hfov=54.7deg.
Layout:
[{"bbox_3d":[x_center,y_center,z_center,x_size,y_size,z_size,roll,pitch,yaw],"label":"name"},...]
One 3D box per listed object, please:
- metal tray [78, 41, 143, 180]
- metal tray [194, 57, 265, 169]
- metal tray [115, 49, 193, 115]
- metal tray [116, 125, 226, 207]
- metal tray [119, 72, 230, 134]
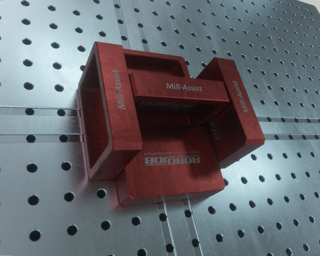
[{"bbox_3d":[-0.061,-0.018,0.345,0.030,0.090,0.130,1,61,-28],"label":"metal tray"},{"bbox_3d":[0.082,-0.019,0.423,0.030,0.090,0.130,1,61,-28],"label":"metal tray"},{"bbox_3d":[-0.017,-0.064,0.436,0.131,0.030,0.090,1,62,-28],"label":"metal tray"},{"bbox_3d":[0.010,0.043,0.384,0.131,0.030,0.090,1,62,-28],"label":"metal tray"},{"bbox_3d":[0.009,-0.025,0.386,0.131,0.090,0.030,1,62,-28],"label":"metal tray"}]
